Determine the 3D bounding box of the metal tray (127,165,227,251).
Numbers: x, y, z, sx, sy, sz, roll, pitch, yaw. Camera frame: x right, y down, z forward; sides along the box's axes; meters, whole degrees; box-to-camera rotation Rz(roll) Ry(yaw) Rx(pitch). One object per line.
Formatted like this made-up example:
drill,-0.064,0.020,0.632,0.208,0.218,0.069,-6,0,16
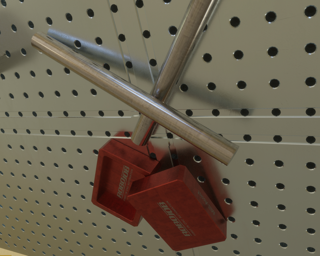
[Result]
metal tray,0.027,0.119,0.442,0.090,0.030,0.130,-24,116,26

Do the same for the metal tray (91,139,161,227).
metal tray,-0.057,0.090,0.491,0.090,0.030,0.129,25,127,12

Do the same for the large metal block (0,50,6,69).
large metal block,-0.299,-0.110,0.462,0.080,0.080,0.050,45,129,-4

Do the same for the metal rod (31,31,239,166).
metal rod,-0.043,-0.045,0.377,0.300,0.025,0.025,32,129,17

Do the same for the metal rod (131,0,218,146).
metal rod,0.024,-0.089,0.342,0.025,0.025,0.298,32,128,7
